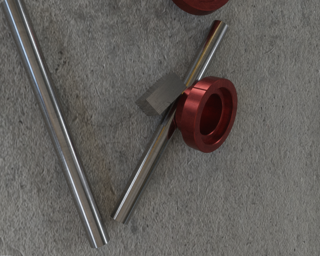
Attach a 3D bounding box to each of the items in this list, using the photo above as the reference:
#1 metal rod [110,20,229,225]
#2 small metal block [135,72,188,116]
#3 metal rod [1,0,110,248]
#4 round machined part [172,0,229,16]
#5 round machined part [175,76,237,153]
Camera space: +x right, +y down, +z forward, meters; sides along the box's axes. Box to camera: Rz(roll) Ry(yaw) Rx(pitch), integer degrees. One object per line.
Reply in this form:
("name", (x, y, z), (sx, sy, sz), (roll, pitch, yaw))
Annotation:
("metal rod", (0.017, -0.015, 0.415), (0.025, 0.025, 0.299), (31, 80, -18))
("small metal block", (0.000, -0.042, 0.396), (0.050, 0.050, 0.025), (-46, 105, -14))
("metal rod", (-0.120, 0.000, 0.364), (0.025, 0.025, 0.298), (-20, 97, -19))
("round machined part", (0.049, -0.200, 0.418), (0.099, 0.042, 0.097), (0, 90, -20))
("round machined part", (0.058, -0.020, 0.406), (0.099, 0.042, 0.097), (-23, 122, -42))
